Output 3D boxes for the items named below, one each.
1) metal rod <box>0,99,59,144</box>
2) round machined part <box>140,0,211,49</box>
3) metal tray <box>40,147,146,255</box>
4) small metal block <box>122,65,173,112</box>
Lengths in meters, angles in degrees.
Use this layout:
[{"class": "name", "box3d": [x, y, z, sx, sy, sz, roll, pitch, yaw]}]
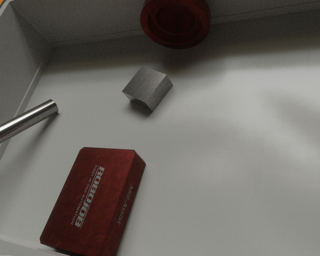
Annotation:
[{"class": "metal rod", "box3d": [-0.279, 0.037, 0.437, 0.025, 0.025, 0.302, 23, 45, 36]}, {"class": "round machined part", "box3d": [0.024, -0.163, 0.445, 0.098, 0.098, 0.042, -3, 61, 26]}, {"class": "metal tray", "box3d": [-0.080, 0.088, 0.382, 0.090, 0.030, 0.130, 1, 57, 28]}, {"class": "small metal block", "box3d": [-0.018, -0.058, 0.449, 0.050, 0.025, 0.050, 28, 77, 37]}]
